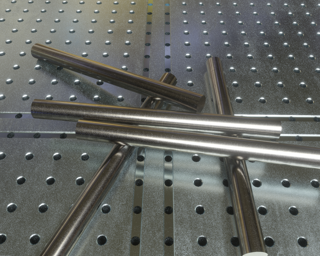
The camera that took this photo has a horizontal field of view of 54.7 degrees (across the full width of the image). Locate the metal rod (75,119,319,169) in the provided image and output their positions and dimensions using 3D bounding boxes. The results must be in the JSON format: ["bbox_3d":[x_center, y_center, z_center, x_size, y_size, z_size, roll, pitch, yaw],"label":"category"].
[{"bbox_3d":[0.053,0.019,0.358,0.302,0.025,0.025,7,50,5],"label":"metal rod"}]

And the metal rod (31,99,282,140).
[{"bbox_3d":[-0.007,-0.011,0.383,0.302,0.025,0.025,5,50,4],"label":"metal rod"}]

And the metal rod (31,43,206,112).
[{"bbox_3d":[-0.076,-0.078,0.450,0.301,0.025,0.025,21,53,25],"label":"metal rod"}]

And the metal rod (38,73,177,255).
[{"bbox_3d":[-0.048,0.031,0.381,0.025,0.025,0.301,19,52,15],"label":"metal rod"}]

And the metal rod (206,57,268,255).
[{"bbox_3d":[0.089,0.011,0.399,0.025,0.025,0.300,-1,50,-1],"label":"metal rod"}]
